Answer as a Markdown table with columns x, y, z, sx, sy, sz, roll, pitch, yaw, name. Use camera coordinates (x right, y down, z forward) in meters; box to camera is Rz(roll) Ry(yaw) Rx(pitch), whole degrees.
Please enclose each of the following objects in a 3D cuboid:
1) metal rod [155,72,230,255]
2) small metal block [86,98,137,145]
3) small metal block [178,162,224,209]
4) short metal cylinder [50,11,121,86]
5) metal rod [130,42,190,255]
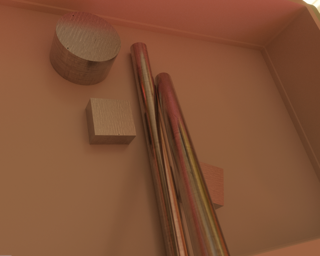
| x | y | z | sx | sy | sz | roll | pitch | yaw | name |
| --- | --- | --- | --- | --- | --- | --- | --- | --- | --- |
| 0.022 | 0.014 | 0.332 | 0.025 | 0.025 | 0.300 | 17 | 30 | -19 | metal rod |
| -0.061 | -0.008 | 0.379 | 0.050 | 0.025 | 0.050 | 1 | 61 | -28 | small metal block |
| 0.052 | 0.072 | 0.392 | 0.050 | 0.025 | 0.050 | 19 | 54 | -18 | small metal block |
| -0.097 | -0.102 | 0.401 | 0.081 | 0.050 | 0.080 | 14 | 56 | -21 | short metal cylinder |
| -0.005 | 0.012 | 0.396 | 0.025 | 0.025 | 0.299 | 3 | 60 | -27 | metal rod |
